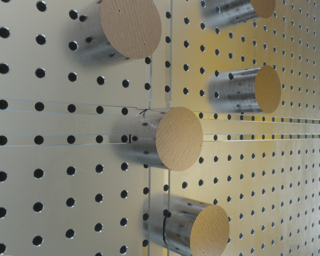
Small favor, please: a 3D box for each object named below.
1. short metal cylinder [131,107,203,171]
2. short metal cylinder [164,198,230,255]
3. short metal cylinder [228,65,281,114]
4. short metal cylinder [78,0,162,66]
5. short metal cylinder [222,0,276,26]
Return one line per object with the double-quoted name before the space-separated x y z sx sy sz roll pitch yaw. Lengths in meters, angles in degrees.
"short metal cylinder" 0.010 0.013 0.401 0.081 0.050 0.079 0 90 -40
"short metal cylinder" 0.053 0.144 0.437 0.081 0.050 0.079 0 90 -40
"short metal cylinder" 0.162 -0.064 0.528 0.081 0.050 0.079 0 90 -40
"short metal cylinder" -0.045 -0.115 0.354 0.081 0.050 0.079 0 90 -40
"short metal cylinder" 0.149 -0.217 0.516 0.081 0.050 0.079 0 90 -40
